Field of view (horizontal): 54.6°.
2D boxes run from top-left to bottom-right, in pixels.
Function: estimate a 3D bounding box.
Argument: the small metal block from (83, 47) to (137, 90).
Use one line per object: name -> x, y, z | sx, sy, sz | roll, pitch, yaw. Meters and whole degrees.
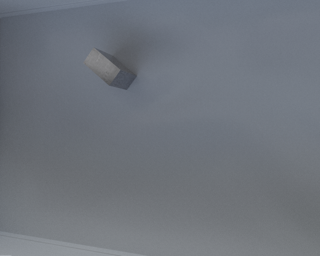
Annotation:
small metal block -> -0.067, -0.079, 0.421 | 0.050, 0.050, 0.025 | 41, 103, 15
